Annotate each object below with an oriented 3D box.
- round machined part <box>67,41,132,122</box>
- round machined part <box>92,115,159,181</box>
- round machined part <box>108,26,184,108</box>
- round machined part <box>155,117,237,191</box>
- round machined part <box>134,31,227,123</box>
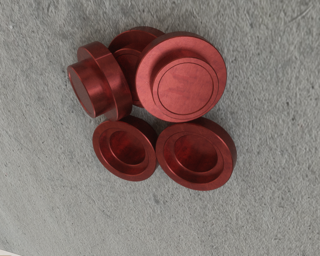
[{"bbox_3d":[-0.077,-0.051,0.374,0.098,0.042,0.097,47,154,32],"label":"round machined part"},{"bbox_3d":[-0.041,0.023,0.431,0.098,0.042,0.097,13,124,20],"label":"round machined part"},{"bbox_3d":[-0.024,-0.066,0.367,0.098,0.042,0.097,13,124,20],"label":"round machined part"},{"bbox_3d":[0.047,0.027,0.388,0.098,0.042,0.097,13,124,20],"label":"round machined part"},{"bbox_3d":[0.023,-0.048,0.326,0.099,0.042,0.097,-4,120,-6],"label":"round machined part"}]
